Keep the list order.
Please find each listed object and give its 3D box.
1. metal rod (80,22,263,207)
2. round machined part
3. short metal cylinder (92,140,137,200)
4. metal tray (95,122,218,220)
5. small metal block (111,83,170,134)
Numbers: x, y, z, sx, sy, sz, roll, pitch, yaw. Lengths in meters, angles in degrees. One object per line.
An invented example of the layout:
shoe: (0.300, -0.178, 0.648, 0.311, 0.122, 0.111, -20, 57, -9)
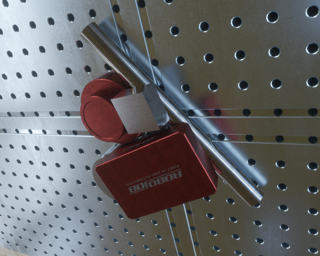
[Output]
metal rod: (0.017, -0.014, 0.388, 0.300, 0.025, 0.025, 45, 129, -4)
round machined part: (-0.067, -0.020, 0.417, 0.098, 0.042, 0.097, 14, 125, 21)
short metal cylinder: (-0.051, 0.063, 0.455, 0.080, 0.050, 0.079, 13, 124, 21)
metal tray: (-0.004, 0.057, 0.391, 0.130, 0.030, 0.090, -24, 106, 23)
small metal block: (-0.024, -0.022, 0.375, 0.050, 0.025, 0.050, -8, 117, 37)
